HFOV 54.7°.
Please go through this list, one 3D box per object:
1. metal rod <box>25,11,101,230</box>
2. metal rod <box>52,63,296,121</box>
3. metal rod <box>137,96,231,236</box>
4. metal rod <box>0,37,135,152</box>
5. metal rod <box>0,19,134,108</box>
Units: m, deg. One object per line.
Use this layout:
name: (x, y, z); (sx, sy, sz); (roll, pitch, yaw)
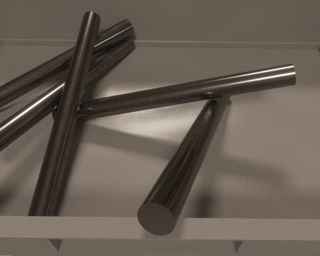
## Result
metal rod: (-0.113, -0.030, 0.387); (0.025, 0.025, 0.299); (4, 63, 3)
metal rod: (0.006, -0.039, 0.386); (0.301, 0.025, 0.025); (-9, 49, 13)
metal rod: (0.046, 0.001, 0.325); (0.025, 0.025, 0.301); (17, 27, 13)
metal rod: (-0.124, -0.057, 0.425); (0.025, 0.025, 0.301); (23, 46, 17)
metal rod: (-0.166, -0.081, 0.450); (0.302, 0.025, 0.025); (-35, 59, -19)
